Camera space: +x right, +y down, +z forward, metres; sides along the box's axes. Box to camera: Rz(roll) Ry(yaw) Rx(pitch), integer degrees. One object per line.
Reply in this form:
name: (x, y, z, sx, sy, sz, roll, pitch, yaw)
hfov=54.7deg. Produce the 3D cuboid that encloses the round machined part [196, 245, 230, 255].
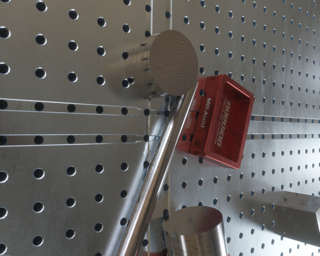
round machined part: (0.058, 0.213, 0.446, 0.099, 0.042, 0.097, -2, 93, -40)

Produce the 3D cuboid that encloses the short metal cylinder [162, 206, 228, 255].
short metal cylinder: (0.047, 0.145, 0.413, 0.081, 0.080, 0.050, -18, 102, -39)

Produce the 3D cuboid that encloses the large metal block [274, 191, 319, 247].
large metal block: (0.284, 0.178, 0.612, 0.050, 0.080, 0.080, -31, 110, -36)

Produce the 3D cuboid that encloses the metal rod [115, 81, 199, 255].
metal rod: (-0.007, 0.067, 0.403, 0.025, 0.025, 0.299, 33, 70, -35)

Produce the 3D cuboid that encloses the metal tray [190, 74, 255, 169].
metal tray: (0.102, -0.008, 0.490, 0.090, 0.030, 0.130, 24, 75, -37)

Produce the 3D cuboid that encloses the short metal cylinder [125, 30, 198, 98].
short metal cylinder: (0.003, -0.079, 0.395, 0.081, 0.050, 0.079, 0, 90, -40)
